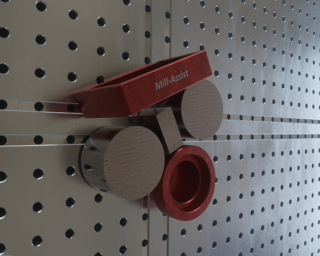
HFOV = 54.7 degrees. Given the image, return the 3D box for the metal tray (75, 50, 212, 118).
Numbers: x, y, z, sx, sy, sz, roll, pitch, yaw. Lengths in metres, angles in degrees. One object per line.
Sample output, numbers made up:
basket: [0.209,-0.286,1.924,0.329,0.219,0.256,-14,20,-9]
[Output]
metal tray: [-0.016,-0.050,0.347,0.131,0.090,0.030,-29,109,-36]

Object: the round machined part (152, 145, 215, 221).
round machined part: [0.027,0.071,0.416,0.099,0.042,0.097,0,90,-40]

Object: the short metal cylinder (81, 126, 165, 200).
short metal cylinder: [-0.042,0.037,0.353,0.081,0.050,0.079,0,90,-40]

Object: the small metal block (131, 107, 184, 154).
small metal block: [-0.004,0.003,0.384,0.025,0.050,0.050,-32,110,-36]

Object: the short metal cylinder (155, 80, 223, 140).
short metal cylinder: [0.041,-0.024,0.422,0.081,0.050,0.079,0,90,-40]
